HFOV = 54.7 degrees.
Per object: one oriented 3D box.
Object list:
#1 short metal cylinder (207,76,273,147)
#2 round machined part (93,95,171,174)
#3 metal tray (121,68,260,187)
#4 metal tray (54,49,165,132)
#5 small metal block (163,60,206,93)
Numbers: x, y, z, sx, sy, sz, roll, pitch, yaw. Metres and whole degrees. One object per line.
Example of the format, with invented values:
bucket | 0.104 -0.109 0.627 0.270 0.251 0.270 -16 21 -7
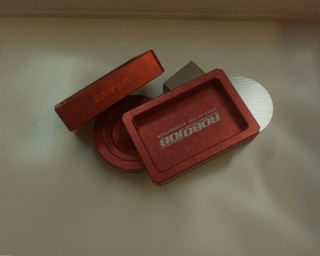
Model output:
short metal cylinder | 0.098 -0.020 0.402 0.081 0.050 0.080 0 70 0
round machined part | -0.032 0.010 0.396 0.099 0.042 0.098 0 70 -1
metal tray | 0.034 -0.001 0.356 0.131 0.030 0.090 -26 71 -5
metal tray | -0.067 -0.048 0.388 0.131 0.090 0.030 -35 106 -13
small metal block | 0.031 -0.055 0.414 0.050 0.050 0.025 -41 75 -15
